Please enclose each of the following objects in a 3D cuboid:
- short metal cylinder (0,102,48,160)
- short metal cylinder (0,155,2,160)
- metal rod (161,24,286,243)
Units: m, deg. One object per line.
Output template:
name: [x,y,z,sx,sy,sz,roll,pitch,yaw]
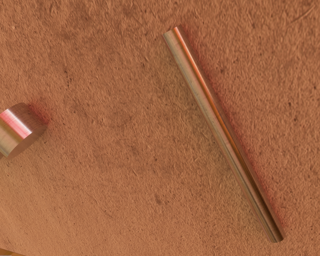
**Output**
short metal cylinder: [-0.229,0.005,0.495,0.050,0.080,0.080,46,129,-4]
short metal cylinder: [-0.332,0.043,0.573,0.050,0.080,0.080,41,129,0]
metal rod: [0.083,0.019,0.374,0.025,0.025,0.299,-19,109,35]
